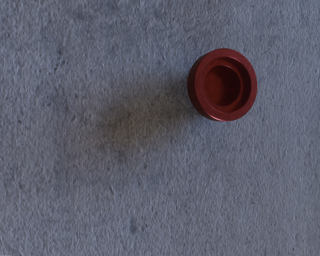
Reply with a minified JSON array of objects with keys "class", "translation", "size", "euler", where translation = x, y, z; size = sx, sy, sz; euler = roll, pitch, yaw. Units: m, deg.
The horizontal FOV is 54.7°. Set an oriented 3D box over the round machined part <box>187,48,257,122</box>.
[{"class":"round machined part","translation":[0.082,-0.058,0.432],"size":[0.099,0.042,0.097],"euler":[0,90,-21]}]
